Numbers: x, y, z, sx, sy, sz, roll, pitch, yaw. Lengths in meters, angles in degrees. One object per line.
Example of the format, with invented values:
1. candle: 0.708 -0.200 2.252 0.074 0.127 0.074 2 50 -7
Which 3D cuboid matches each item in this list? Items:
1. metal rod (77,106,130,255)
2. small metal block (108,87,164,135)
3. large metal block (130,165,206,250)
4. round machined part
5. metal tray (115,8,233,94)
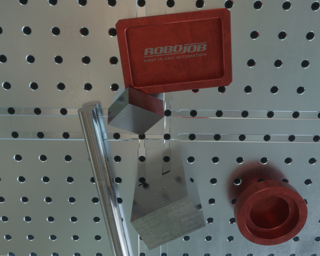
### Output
1. metal rod: -0.074 0.113 0.454 0.025 0.025 0.298 -8 110 2
2. small metal block: -0.031 -0.019 0.386 0.050 0.025 0.050 19 140 -32
3. large metal block: 0.010 0.106 0.423 0.080 0.080 0.050 -27 108 9
4. round machined part: 0.156 0.118 0.450 0.099 0.042 0.097 0 110 -1
5. metal tray: 0.019 -0.092 0.377 0.131 0.030 0.089 -6 110 1
